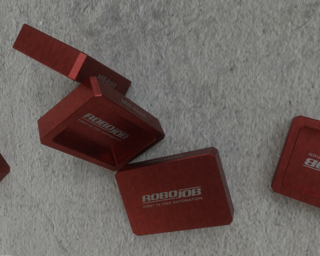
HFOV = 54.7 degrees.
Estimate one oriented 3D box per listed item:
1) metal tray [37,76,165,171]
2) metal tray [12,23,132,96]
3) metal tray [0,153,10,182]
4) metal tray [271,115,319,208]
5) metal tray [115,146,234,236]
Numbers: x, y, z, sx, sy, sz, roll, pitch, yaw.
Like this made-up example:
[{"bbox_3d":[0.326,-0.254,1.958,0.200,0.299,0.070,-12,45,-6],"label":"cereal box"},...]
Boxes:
[{"bbox_3d":[-0.065,0.002,0.375,0.090,0.130,0.030,-36,53,16],"label":"metal tray"},{"bbox_3d":[-0.101,-0.077,0.386,0.090,0.130,0.030,28,94,17],"label":"metal tray"},{"bbox_3d":[-0.320,0.050,0.516,0.090,0.030,0.130,-44,77,14],"label":"metal tray"},{"bbox_3d":[0.199,0.046,0.336,0.130,0.030,0.089,18,96,18],"label":"metal tray"},{"bbox_3d":[0.018,0.081,0.390,0.130,0.030,0.089,-14,98,19],"label":"metal tray"}]
